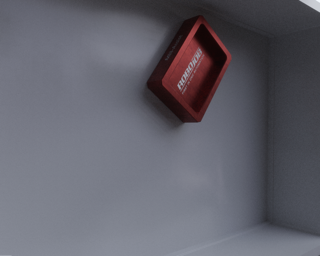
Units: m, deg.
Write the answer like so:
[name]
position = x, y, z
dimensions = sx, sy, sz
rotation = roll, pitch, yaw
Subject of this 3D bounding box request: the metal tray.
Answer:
[metal tray]
position = 0.047, -0.083, 0.444
dimensions = 0.090, 0.030, 0.130
rotation = 43, 64, -32
